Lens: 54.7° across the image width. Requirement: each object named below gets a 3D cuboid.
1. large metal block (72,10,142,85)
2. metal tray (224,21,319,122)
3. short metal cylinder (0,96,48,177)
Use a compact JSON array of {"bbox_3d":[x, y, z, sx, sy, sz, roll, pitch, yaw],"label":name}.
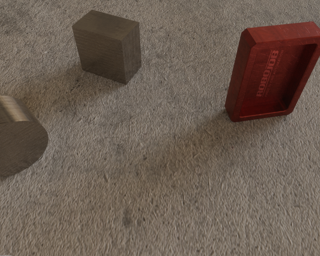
[{"bbox_3d":[-0.077,-0.122,0.469,0.080,0.080,0.050,20,53,16],"label":"large metal block"},{"bbox_3d":[0.139,-0.065,0.391,0.091,0.129,0.030,-8,51,-7],"label":"metal tray"},{"bbox_3d":[-0.179,0.010,0.358,0.080,0.080,0.050,-33,57,-24],"label":"short metal cylinder"}]
